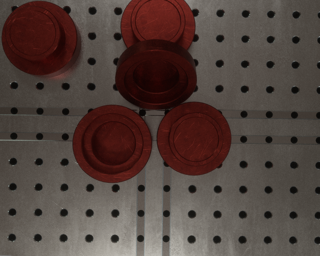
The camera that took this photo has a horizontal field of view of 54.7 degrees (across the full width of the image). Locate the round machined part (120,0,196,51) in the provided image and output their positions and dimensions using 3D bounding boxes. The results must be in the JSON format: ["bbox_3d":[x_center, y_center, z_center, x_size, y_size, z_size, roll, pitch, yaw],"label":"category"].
[{"bbox_3d":[-0.002,-0.133,0.405,0.099,0.042,0.097,0,90,-1],"label":"round machined part"}]

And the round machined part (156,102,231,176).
[{"bbox_3d":[0.045,0.014,0.406,0.099,0.042,0.097,0,90,-1],"label":"round machined part"}]

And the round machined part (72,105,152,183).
[{"bbox_3d":[-0.059,0.019,0.404,0.099,0.042,0.097,0,90,-1],"label":"round machined part"}]

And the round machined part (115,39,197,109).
[{"bbox_3d":[-0.005,-0.071,0.387,0.099,0.097,0.042,0,51,-1],"label":"round machined part"}]

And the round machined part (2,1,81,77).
[{"bbox_3d":[-0.157,-0.118,0.403,0.099,0.042,0.097,0,90,-1],"label":"round machined part"}]
